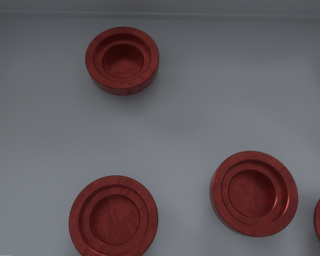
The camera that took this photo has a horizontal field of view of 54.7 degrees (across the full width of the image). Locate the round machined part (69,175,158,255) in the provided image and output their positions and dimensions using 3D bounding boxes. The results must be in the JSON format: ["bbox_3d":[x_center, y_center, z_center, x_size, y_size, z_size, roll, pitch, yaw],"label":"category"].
[{"bbox_3d":[-0.051,0.107,0.361,0.099,0.042,0.098,0,70,-1],"label":"round machined part"}]

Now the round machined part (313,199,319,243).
[{"bbox_3d":[0.228,0.111,0.352,0.098,0.042,0.098,-7,69,19],"label":"round machined part"}]

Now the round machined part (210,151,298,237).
[{"bbox_3d":[0.109,0.080,0.373,0.099,0.042,0.098,0,70,-1],"label":"round machined part"}]

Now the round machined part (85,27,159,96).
[{"bbox_3d":[-0.050,-0.088,0.432,0.099,0.042,0.098,0,70,-1],"label":"round machined part"}]
